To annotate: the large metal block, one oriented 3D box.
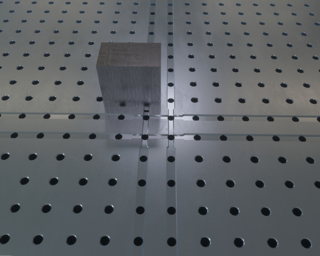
[{"bbox_3d":[-0.039,-0.070,0.431,0.080,0.080,0.050,0,50,0],"label":"large metal block"}]
